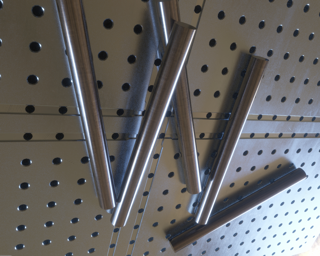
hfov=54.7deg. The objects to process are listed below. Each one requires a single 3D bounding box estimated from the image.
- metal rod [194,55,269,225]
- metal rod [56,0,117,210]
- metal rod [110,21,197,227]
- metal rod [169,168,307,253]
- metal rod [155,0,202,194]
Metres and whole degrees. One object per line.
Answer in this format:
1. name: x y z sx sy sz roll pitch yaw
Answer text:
1. metal rod: 0.106 0.034 0.492 0.025 0.025 0.298 -1 119 -29
2. metal rod: -0.080 -0.019 0.356 0.025 0.025 0.298 -16 125 -20
3. metal rod: -0.018 0.016 0.395 0.025 0.025 0.298 2 123 -30
4. metal rod: 0.155 0.153 0.593 0.302 0.025 0.025 -24 128 -14
5. metal rod: 0.031 -0.020 0.417 0.025 0.025 0.298 -23 127 -15
